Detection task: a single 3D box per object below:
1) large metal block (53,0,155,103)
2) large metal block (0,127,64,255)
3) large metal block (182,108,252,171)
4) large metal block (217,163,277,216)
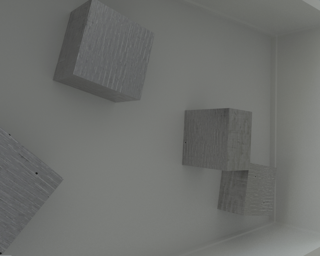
[{"bbox_3d":[-0.060,-0.079,0.340,0.080,0.050,0.080,19,78,-39],"label":"large metal block"},{"bbox_3d":[-0.148,0.049,0.266,0.080,0.050,0.080,50,61,-28],"label":"large metal block"},{"bbox_3d":[0.079,0.016,0.437,0.050,0.080,0.080,5,87,-40],"label":"large metal block"},{"bbox_3d":[0.145,0.099,0.512,0.081,0.050,0.080,14,81,-39],"label":"large metal block"}]
